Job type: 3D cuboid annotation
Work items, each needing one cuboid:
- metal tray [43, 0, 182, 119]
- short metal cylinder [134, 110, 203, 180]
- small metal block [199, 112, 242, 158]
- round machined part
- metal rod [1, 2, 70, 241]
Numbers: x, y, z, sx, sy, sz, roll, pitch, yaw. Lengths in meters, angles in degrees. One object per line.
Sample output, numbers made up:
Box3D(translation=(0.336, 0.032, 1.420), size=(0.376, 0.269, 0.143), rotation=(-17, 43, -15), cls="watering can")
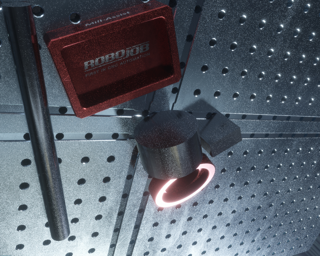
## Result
Box3D(translation=(-0.045, -0.075, 0.338), size=(0.131, 0.030, 0.089), rotation=(-23, 127, -15), cls="metal tray")
Box3D(translation=(0.012, 0.020, 0.395), size=(0.081, 0.080, 0.050), rotation=(-23, 126, -15), cls="short metal cylinder")
Box3D(translation=(0.081, 0.008, 0.447), size=(0.050, 0.050, 0.025), rotation=(-29, 129, -10), cls="small metal block")
Box3D(translation=(0.027, 0.067, 0.447), size=(0.099, 0.042, 0.097), rotation=(-23, 145, -17), cls="round machined part")
Box3D(translation=(-0.132, 0.018, 0.350), size=(0.025, 0.025, 0.298), rotation=(-12, 124, -22), cls="metal rod")
